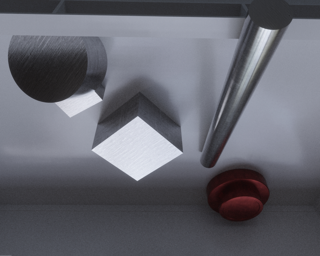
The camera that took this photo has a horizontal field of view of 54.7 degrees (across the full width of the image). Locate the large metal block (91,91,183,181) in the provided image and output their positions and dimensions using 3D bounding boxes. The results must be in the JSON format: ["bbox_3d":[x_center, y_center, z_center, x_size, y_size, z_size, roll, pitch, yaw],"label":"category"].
[{"bbox_3d":[-0.028,0.013,0.404,0.080,0.050,0.080,-35,123,25],"label":"large metal block"}]

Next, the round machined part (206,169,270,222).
[{"bbox_3d":[0.126,0.113,0.496,0.099,0.042,0.097,-1,130,0],"label":"round machined part"}]

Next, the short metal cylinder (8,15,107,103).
[{"bbox_3d":[-0.100,-0.067,0.311,0.080,0.050,0.079,2,100,11],"label":"short metal cylinder"}]

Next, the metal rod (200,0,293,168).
[{"bbox_3d":[0.067,-0.010,0.314,0.025,0.025,0.299,-2,158,1],"label":"metal rod"}]

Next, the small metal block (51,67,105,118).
[{"bbox_3d":[-0.102,-0.047,0.368,0.050,0.025,0.050,-25,126,19],"label":"small metal block"}]
